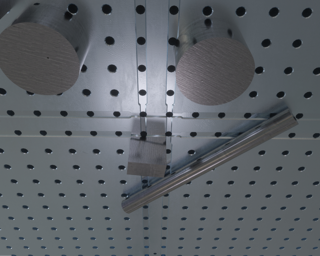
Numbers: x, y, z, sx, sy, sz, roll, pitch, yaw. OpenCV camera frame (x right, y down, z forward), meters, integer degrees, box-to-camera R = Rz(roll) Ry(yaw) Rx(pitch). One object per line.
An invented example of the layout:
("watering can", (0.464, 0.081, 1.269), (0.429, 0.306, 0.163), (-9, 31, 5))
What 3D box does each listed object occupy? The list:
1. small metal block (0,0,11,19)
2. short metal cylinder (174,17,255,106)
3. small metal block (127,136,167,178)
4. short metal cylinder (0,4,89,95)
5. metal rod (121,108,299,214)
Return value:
("small metal block", (-0.163, -0.128, 0.285), (0.025, 0.050, 0.050), (8, 130, -7))
("short metal cylinder", (0.056, -0.071, 0.335), (0.081, 0.050, 0.079), (0, 130, 0))
("small metal block", (-0.018, 0.039, 0.429), (0.050, 0.050, 0.025), (6, 130, -6))
("short metal cylinder", (-0.120, -0.081, 0.325), (0.081, 0.050, 0.079), (0, 130, 0))
("metal rod", (0.058, 0.059, 0.462), (0.299, 0.025, 0.025), (-33, 123, 24))
